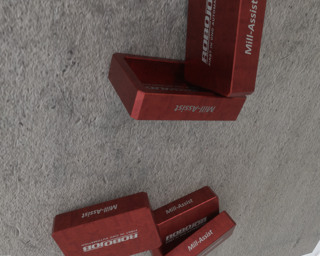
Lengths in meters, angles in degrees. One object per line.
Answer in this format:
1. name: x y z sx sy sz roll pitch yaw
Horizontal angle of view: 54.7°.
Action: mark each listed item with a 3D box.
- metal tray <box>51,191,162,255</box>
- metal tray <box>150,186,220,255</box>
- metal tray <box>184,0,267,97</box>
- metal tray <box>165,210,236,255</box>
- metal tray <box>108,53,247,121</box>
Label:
1. metal tray: -0.070 0.145 0.432 0.131 0.030 0.090 -15 125 -2
2. metal tray: 0.038 0.162 0.524 0.131 0.030 0.089 -21 127 -16
3. metal tray: 0.063 -0.105 0.320 0.030 0.090 0.129 -8 112 -25
4. metal tray: 0.070 0.205 0.541 0.131 0.030 0.090 -33 151 -13
5. metal tray: 0.018 -0.045 0.344 0.131 0.090 0.030 0 126 -28
